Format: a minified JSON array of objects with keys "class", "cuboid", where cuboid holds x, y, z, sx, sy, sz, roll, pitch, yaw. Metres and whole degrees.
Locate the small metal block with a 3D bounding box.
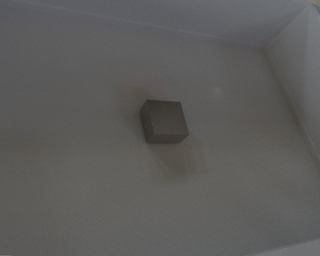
[{"class":"small metal block","cuboid":[0.005,-0.008,0.408,0.050,0.025,0.050,1,61,-27]}]
